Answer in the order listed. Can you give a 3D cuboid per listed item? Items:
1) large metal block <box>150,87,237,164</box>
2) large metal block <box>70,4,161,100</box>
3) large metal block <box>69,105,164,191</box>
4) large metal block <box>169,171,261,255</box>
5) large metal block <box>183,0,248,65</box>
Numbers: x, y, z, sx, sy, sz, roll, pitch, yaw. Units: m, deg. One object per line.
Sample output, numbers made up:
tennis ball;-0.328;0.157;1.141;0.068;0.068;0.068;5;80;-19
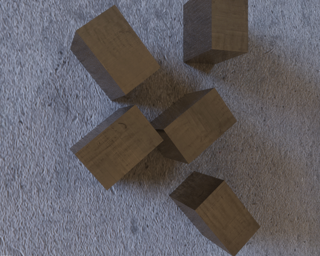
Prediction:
large metal block;0.034;-0.004;0.392;0.080;0.080;0.050;-39;103;-16
large metal block;-0.055;-0.081;0.359;0.050;0.080;0.080;-41;103;-15
large metal block;-0.054;0.019;0.360;0.080;0.080;0.050;-41;103;-15
large metal block;0.068;0.108;0.405;0.050;0.080;0.080;-42;104;-15
large metal block;0.070;-0.132;0.405;0.050;0.080;0.079;0;90;-20
